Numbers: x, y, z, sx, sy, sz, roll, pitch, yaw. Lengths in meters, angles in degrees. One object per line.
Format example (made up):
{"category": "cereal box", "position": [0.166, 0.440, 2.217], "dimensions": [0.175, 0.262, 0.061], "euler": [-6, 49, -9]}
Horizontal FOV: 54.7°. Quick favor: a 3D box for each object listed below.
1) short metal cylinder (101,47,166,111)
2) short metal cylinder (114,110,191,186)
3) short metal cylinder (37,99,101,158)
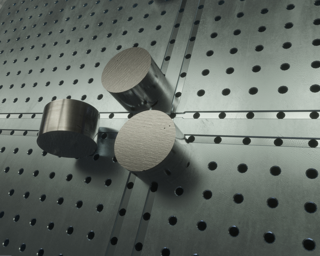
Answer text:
{"category": "short metal cylinder", "position": [-0.038, -0.071, 0.456], "dimensions": [0.080, 0.050, 0.080], "euler": [-13, 56, 21]}
{"category": "short metal cylinder", "position": [-0.008, 0.025, 0.381], "dimensions": [0.080, 0.050, 0.080], "euler": [-13, 56, 21]}
{"category": "short metal cylinder", "position": [-0.127, 0.003, 0.438], "dimensions": [0.080, 0.080, 0.050], "euler": [-14, 56, 20]}
